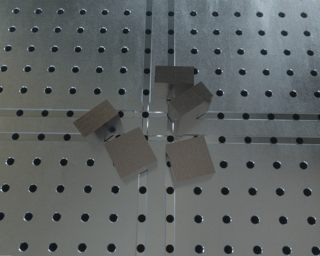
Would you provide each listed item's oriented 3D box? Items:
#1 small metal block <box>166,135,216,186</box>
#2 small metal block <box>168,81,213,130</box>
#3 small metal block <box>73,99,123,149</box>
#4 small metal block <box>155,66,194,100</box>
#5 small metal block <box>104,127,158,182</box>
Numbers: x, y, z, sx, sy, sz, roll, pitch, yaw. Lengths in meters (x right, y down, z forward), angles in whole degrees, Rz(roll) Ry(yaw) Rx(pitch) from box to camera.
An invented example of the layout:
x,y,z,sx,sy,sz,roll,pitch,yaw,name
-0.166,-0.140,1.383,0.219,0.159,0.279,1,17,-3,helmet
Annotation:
x,y,z,sx,sy,sz,roll,pitch,yaw,name
0.038,0.042,0.397,0.050,0.025,0.050,-13,71,-5,small metal block
0.039,-0.028,0.409,0.050,0.050,0.025,-33,73,-11,small metal block
-0.078,-0.004,0.399,0.050,0.050,0.025,-37,74,-12,small metal block
0.019,-0.060,0.421,0.050,0.050,0.025,2,70,1,small metal block
-0.037,0.034,0.399,0.050,0.025,0.050,-26,72,-9,small metal block
